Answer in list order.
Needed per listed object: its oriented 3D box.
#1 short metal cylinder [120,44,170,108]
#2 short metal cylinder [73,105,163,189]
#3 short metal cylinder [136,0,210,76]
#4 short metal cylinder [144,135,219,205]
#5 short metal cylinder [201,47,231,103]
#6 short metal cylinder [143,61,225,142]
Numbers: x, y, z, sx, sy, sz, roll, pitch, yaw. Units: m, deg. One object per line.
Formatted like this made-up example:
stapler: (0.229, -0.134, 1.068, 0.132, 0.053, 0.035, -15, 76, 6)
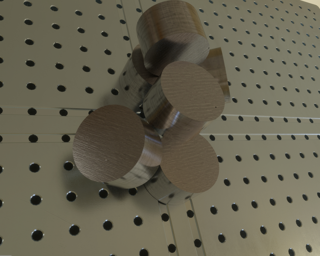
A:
short metal cylinder: (-0.010, -0.073, 0.431, 0.081, 0.050, 0.080, 13, 57, -21)
short metal cylinder: (-0.044, 0.021, 0.329, 0.050, 0.080, 0.080, 42, 29, -63)
short metal cylinder: (0.015, -0.107, 0.380, 0.081, 0.080, 0.050, 0, 62, -28)
short metal cylinder: (0.023, 0.047, 0.375, 0.081, 0.050, 0.080, 14, 57, -21)
short metal cylinder: (0.069, -0.071, 0.444, 0.050, 0.080, 0.080, -11, 60, 12)
short metal cylinder: (0.027, -0.030, 0.360, 0.081, 0.050, 0.080, 14, 56, -21)
